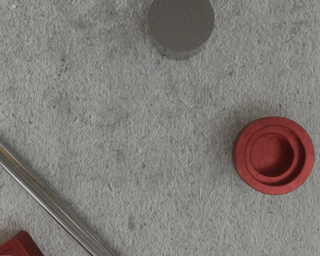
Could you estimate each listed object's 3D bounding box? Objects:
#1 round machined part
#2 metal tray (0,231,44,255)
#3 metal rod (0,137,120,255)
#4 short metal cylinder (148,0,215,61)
[{"bbox_3d":[0.143,0.034,0.403,0.099,0.042,0.097,0,90,-1],"label":"round machined part"},{"bbox_3d":[-0.183,0.214,0.405,0.090,0.030,0.130,-35,90,-1],"label":"metal tray"},{"bbox_3d":[-0.122,0.119,0.408,0.025,0.025,0.300,-45,91,0],"label":"metal rod"},{"bbox_3d":[0.026,-0.132,0.398,0.081,0.050,0.079,0,90,-1],"label":"short metal cylinder"}]
